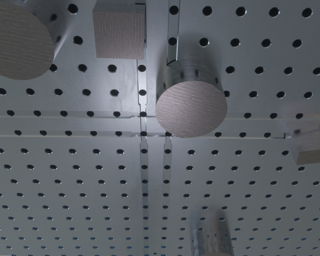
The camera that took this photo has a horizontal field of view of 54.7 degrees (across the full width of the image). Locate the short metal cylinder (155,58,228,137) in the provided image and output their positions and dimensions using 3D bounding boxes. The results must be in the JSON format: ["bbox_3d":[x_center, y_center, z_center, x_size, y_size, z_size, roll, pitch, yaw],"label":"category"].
[{"bbox_3d":[0.035,-0.035,0.366,0.081,0.050,0.079,0,130,0],"label":"short metal cylinder"}]

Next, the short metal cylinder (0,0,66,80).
[{"bbox_3d":[-0.141,-0.096,0.312,0.081,0.050,0.079,0,130,0],"label":"short metal cylinder"}]

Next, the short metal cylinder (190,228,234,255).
[{"bbox_3d":[0.100,0.237,0.598,0.081,0.050,0.079,0,130,0],"label":"short metal cylinder"}]

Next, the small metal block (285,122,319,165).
[{"bbox_3d":[0.202,0.020,0.415,0.050,0.050,0.025,-7,130,6],"label":"small metal block"}]

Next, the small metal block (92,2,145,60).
[{"bbox_3d":[-0.041,-0.101,0.325,0.050,0.025,0.050,2,130,-2],"label":"small metal block"}]
